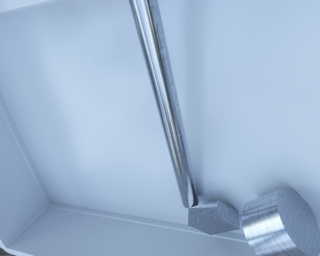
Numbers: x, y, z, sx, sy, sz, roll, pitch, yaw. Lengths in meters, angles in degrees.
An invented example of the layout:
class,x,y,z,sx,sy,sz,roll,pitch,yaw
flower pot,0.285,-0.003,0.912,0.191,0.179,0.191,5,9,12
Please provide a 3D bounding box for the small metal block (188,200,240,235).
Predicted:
class,x,y,z,sx,sy,sz,roll,pitch,yaw
small metal block,0.075,0.126,0.433,0.050,0.025,0.050,33,135,-32

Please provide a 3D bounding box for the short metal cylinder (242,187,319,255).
class,x,y,z,sx,sy,sz,roll,pitch,yaw
short metal cylinder,0.144,0.117,0.369,0.080,0.080,0.050,47,129,-5

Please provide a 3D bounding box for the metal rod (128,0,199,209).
class,x,y,z,sx,sy,sz,roll,pitch,yaw
metal rod,0.014,-0.006,0.359,0.025,0.025,0.298,6,133,25
